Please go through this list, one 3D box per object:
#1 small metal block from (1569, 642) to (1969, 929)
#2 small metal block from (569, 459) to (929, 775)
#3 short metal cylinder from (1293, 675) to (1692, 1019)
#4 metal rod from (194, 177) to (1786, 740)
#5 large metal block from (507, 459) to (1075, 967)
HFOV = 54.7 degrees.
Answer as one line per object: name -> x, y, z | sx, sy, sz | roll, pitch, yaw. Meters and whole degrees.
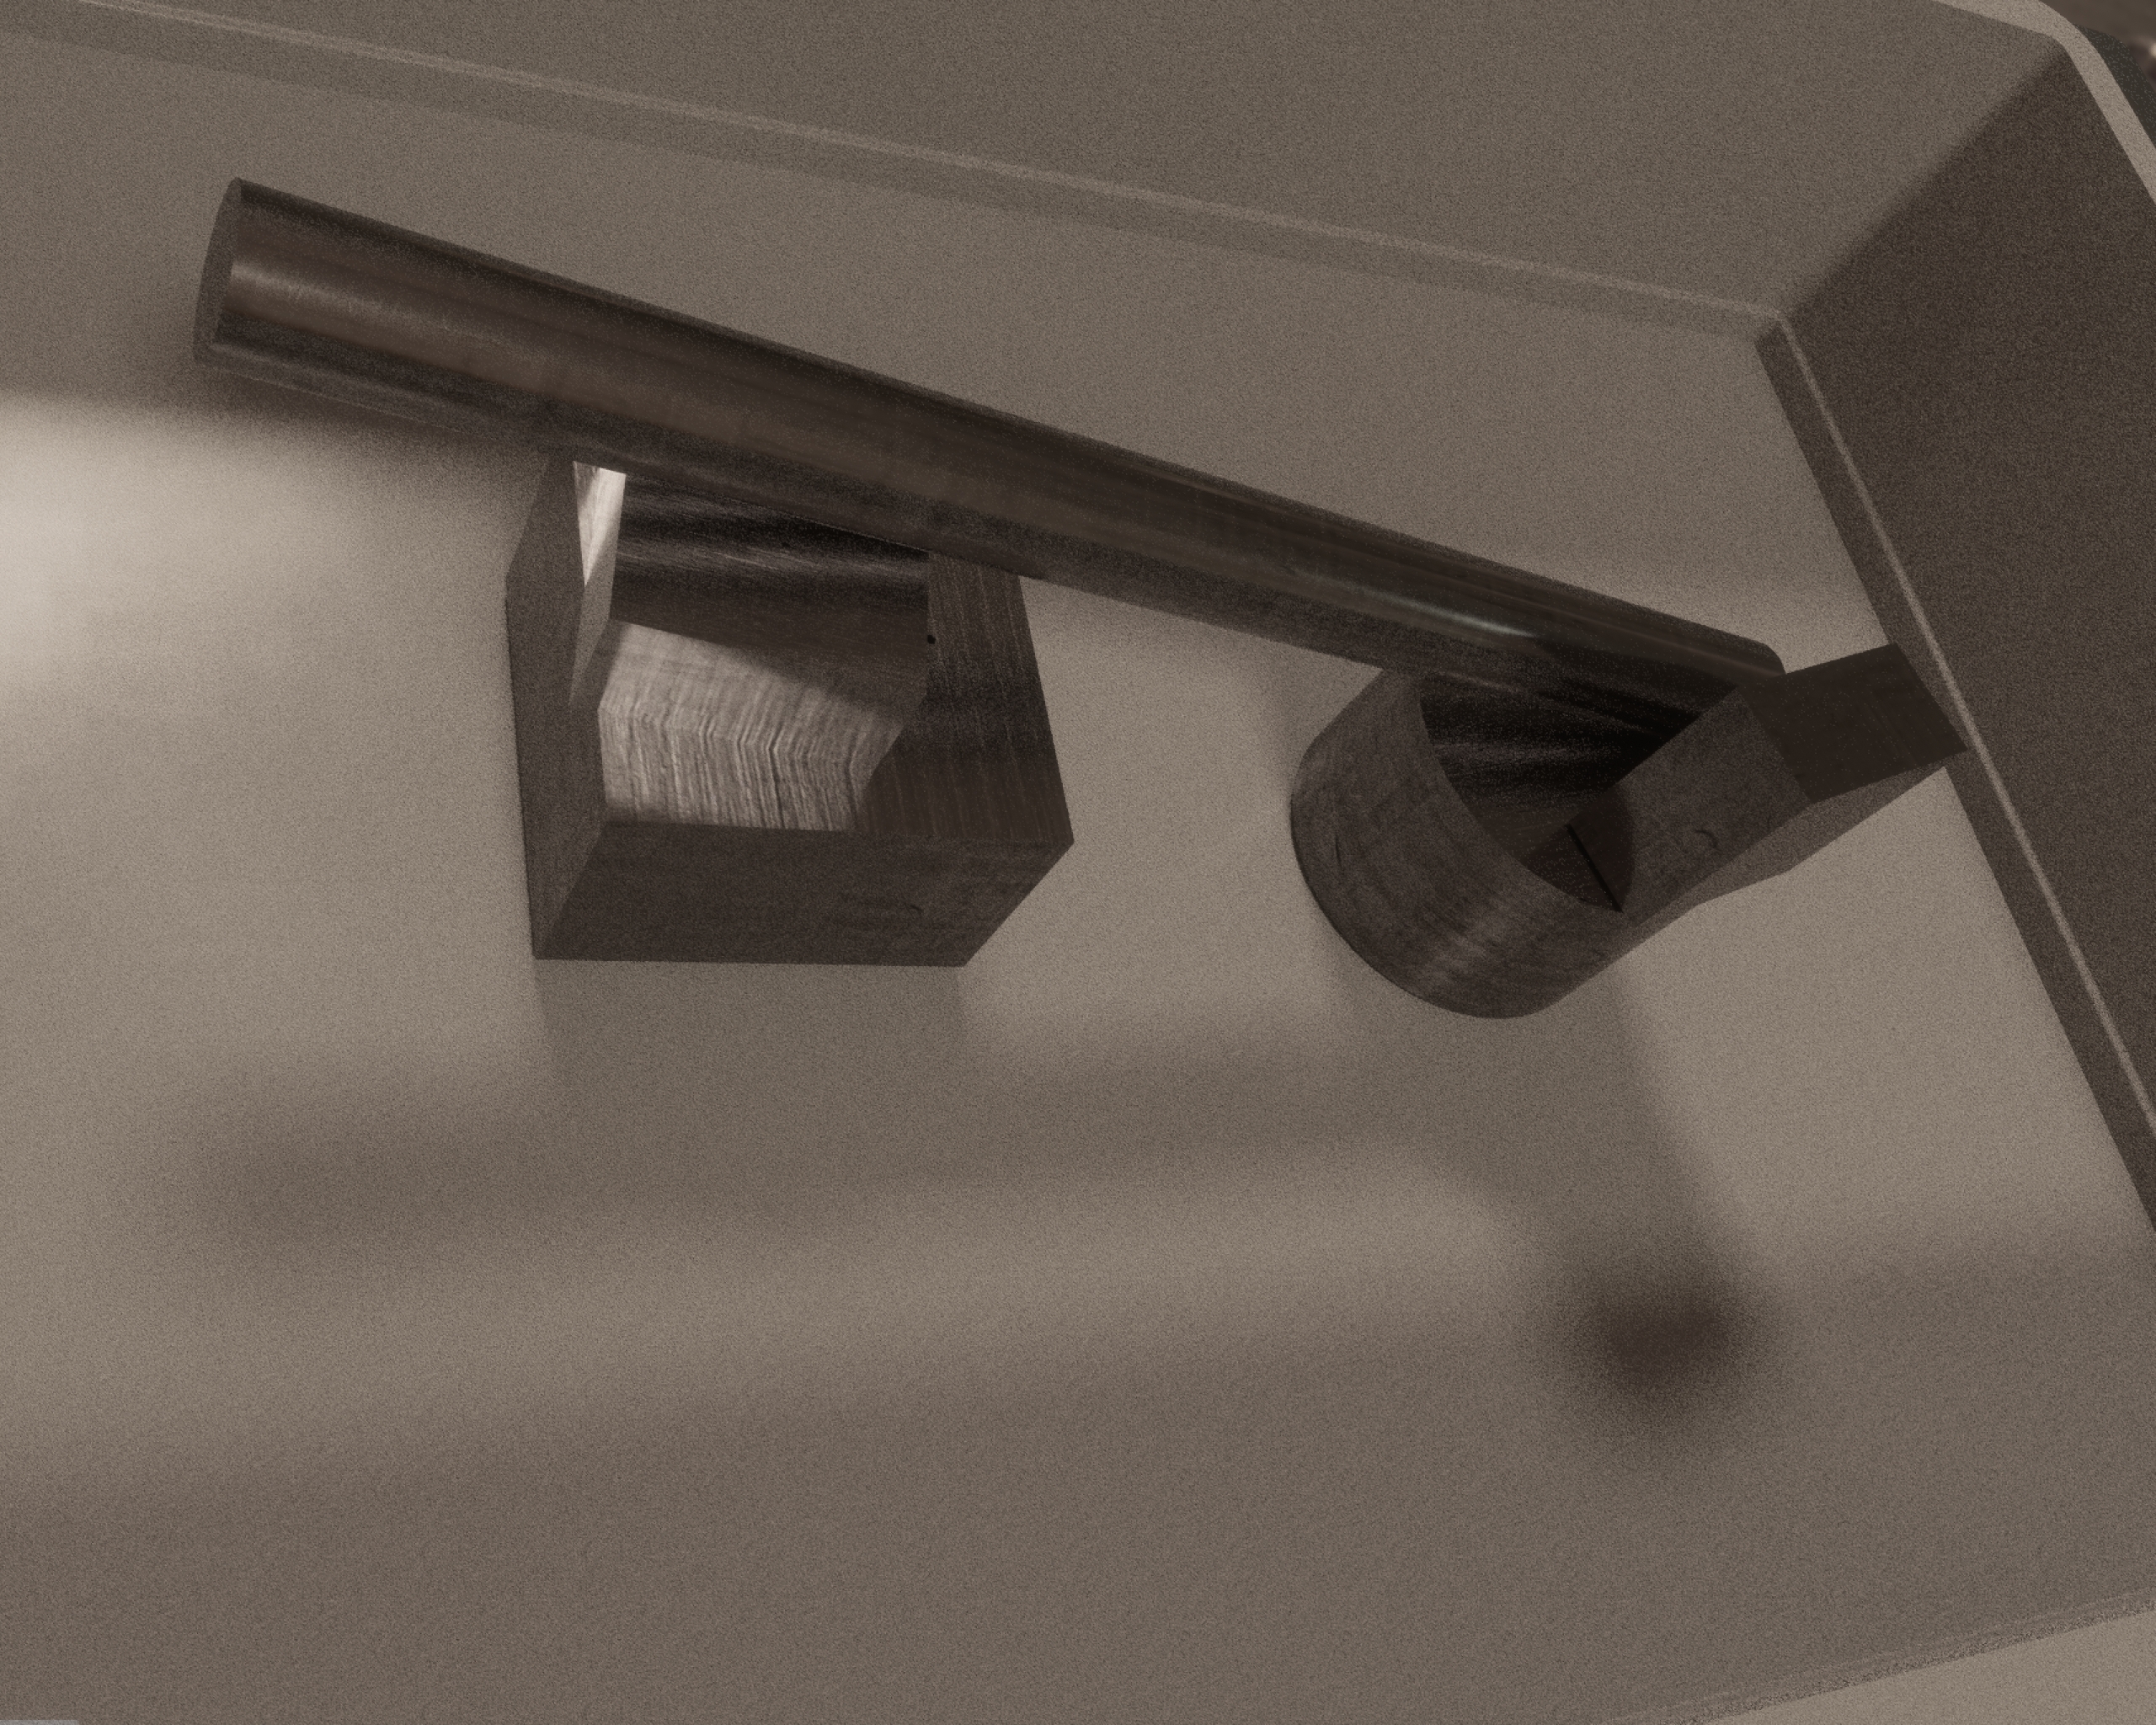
small metal block -> 0.133, -0.015, 0.405 | 0.050, 0.050, 0.025 | -16, 70, -35
small metal block -> -0.052, -0.047, 0.341 | 0.050, 0.025, 0.050 | 12, 56, -22
short metal cylinder -> 0.094, -0.013, 0.448 | 0.081, 0.050, 0.080 | 14, 56, -21
metal rod -> 0.012, -0.056, 0.356 | 0.302, 0.025, 0.025 | 10, 57, -32
large metal block -> -0.054, -0.028, 0.375 | 0.081, 0.050, 0.080 | 3, 61, -27
